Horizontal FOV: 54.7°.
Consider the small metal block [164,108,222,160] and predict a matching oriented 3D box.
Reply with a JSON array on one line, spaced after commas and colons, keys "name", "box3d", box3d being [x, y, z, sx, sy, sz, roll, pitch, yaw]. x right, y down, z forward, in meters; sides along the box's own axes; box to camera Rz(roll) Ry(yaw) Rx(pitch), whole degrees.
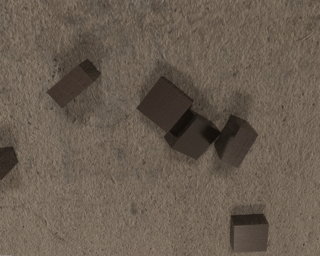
[{"name": "small metal block", "box3d": [0.043, 0.009, 0.404, 0.050, 0.025, 0.050, 27, 110, -37]}]

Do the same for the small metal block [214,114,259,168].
[{"name": "small metal block", "box3d": [0.097, 0.016, 0.404, 0.025, 0.050, 0.050, 23, 108, -9]}]

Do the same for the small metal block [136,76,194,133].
[{"name": "small metal block", "box3d": [0.007, -0.030, 0.394, 0.050, 0.025, 0.050, 39, 106, -1]}]

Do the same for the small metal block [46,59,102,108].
[{"name": "small metal block", "box3d": [-0.102, -0.055, 0.375, 0.050, 0.050, 0.025, -37, 106, 12]}]

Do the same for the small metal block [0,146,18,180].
[{"name": "small metal block", "box3d": [-0.227, 0.049, 0.411, 0.050, 0.050, 0.025, -7, 110, 2]}]

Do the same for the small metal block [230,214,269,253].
[{"name": "small metal block", "box3d": [0.135, 0.160, 0.471, 0.050, 0.025, 0.050, -3, 110, 0]}]
